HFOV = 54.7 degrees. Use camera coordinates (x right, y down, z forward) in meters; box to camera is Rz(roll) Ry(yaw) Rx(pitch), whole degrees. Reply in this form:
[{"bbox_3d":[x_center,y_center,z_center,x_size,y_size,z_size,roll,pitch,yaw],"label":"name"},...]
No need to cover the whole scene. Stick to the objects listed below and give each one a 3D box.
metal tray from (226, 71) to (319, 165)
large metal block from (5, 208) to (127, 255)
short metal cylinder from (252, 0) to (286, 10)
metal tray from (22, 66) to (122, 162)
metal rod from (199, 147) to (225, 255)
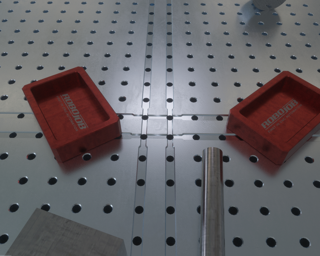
[{"bbox_3d":[0.167,-0.020,0.421,0.131,0.030,0.090,-34,58,-25],"label":"metal tray"},{"bbox_3d":[-0.075,0.121,0.269,0.080,0.080,0.050,15,52,12],"label":"large metal block"},{"bbox_3d":[0.213,-0.282,0.611,0.081,0.080,0.050,-7,51,-6],"label":"short metal cylinder"},{"bbox_3d":[-0.122,-0.025,0.423,0.091,0.030,0.130,-25,55,-20],"label":"metal tray"},{"bbox_3d":[0.048,0.145,0.286,0.025,0.025,0.300,5,50,4],"label":"metal rod"}]
